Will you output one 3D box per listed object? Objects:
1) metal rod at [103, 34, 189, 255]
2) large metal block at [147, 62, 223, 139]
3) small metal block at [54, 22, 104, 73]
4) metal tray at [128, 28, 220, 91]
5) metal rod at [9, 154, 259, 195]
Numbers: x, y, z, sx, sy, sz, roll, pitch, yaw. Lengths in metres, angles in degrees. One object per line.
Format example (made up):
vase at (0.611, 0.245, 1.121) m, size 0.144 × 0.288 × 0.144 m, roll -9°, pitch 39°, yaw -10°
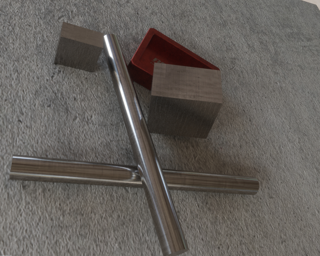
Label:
metal rod at (-0.028, -0.003, 0.367) m, size 0.025 × 0.025 × 0.299 m, roll -1°, pitch 55°, yaw -29°
large metal block at (0.027, -0.032, 0.391) m, size 0.081 × 0.080 × 0.050 m, roll 6°, pitch 57°, yaw -4°
small metal block at (-0.104, -0.101, 0.395) m, size 0.050 × 0.050 × 0.025 m, roll 11°, pitch 57°, yaw -23°
metal tray at (0.023, -0.084, 0.465) m, size 0.131 × 0.030 × 0.090 m, roll 29°, pitch 52°, yaw -10°
metal rod at (-0.009, 0.059, 0.364) m, size 0.302 × 0.025 × 0.025 m, roll 9°, pitch 58°, yaw -24°
